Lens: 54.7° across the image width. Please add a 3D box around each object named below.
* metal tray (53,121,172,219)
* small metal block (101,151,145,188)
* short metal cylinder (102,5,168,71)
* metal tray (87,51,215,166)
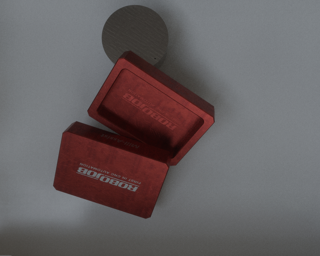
[{"bbox_3d":[-0.061,0.054,0.390,0.131,0.030,0.089,18,115,-1],"label":"metal tray"},{"bbox_3d":[-0.052,0.046,0.411,0.050,0.025,0.050,40,90,-1],"label":"small metal block"},{"bbox_3d":[-0.030,-0.109,0.398,0.081,0.050,0.079,0,90,-1],"label":"short metal cylinder"},{"bbox_3d":[-0.010,-0.021,0.379,0.130,0.030,0.090,32,119,-9],"label":"metal tray"}]
